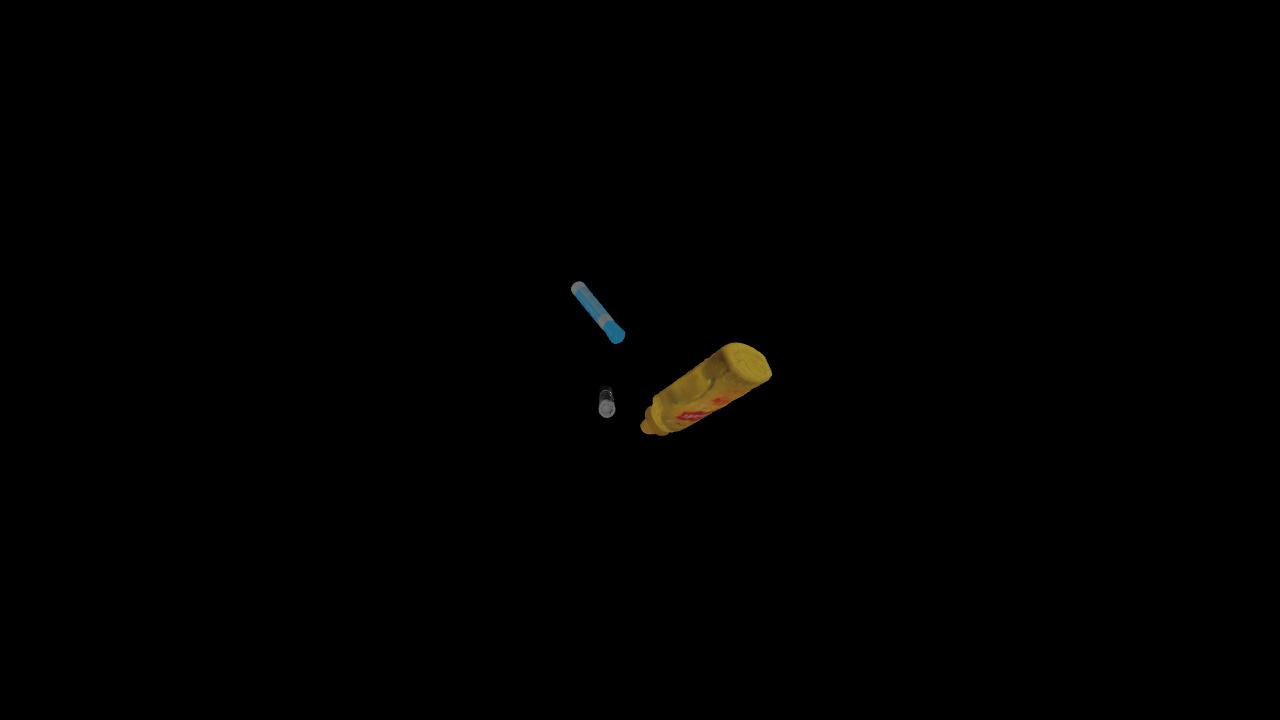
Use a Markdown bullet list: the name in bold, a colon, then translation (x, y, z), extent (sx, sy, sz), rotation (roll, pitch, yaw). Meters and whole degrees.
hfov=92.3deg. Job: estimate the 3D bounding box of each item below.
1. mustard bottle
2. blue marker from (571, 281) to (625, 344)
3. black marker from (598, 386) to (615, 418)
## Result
- **mustard bottle**: translation (0.066, 0.046, 0.757), extent (0.184, 0.054, 0.092), rotation (-36, -23, 34)
- **blue marker**: translation (-0.049, -0.056, 0.715), extent (0.020, 0.020, 0.121), rotation (0, 33, -33)
- **black marker**: translation (-0.040, 0.049, 0.742), extent (0.020, 0.020, 0.121), rotation (0, 6, -4)
